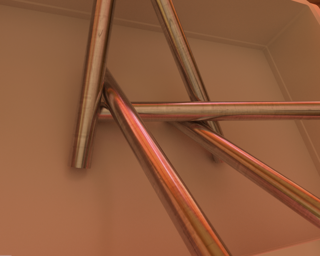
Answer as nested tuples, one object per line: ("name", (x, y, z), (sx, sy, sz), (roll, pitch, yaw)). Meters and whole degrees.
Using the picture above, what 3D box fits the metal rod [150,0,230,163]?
("metal rod", (0.030, -0.092, 0.401), (0.025, 0.025, 0.299), (-31, 103, -38))

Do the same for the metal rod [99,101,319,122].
("metal rod", (0.063, -0.021, 0.390), (0.302, 0.025, 0.025), (-1, 60, -7))

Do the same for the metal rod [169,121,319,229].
("metal rod", (0.111, 0.051, 0.340), (0.025, 0.025, 0.300), (-22, 43, -36))

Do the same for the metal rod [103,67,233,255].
("metal rod", (-0.017, 0.014, 0.302), (0.025, 0.025, 0.300), (-5, 40, -30))

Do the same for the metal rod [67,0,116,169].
("metal rod", (-0.068, -0.105, 0.349), (0.025, 0.025, 0.298), (10, 84, -23))
